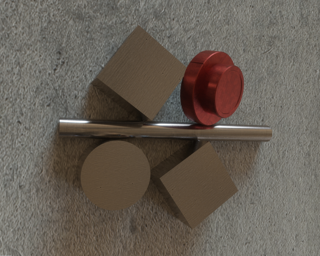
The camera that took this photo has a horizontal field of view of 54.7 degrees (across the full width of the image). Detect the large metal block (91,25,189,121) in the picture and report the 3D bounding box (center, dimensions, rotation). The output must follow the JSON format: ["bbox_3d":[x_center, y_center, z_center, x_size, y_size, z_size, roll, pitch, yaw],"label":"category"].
[{"bbox_3d":[-0.026,-0.064,0.386,0.080,0.050,0.080,38,78,-16],"label":"large metal block"}]

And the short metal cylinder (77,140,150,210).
[{"bbox_3d":[-0.058,0.054,0.376,0.081,0.050,0.079,0,90,-21],"label":"short metal cylinder"}]

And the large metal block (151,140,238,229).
[{"bbox_3d":[0.043,0.072,0.414,0.080,0.050,0.080,-35,102,-17],"label":"large metal block"}]

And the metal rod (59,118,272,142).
[{"bbox_3d":[0.022,0.004,0.420,0.303,0.025,0.025,2,90,-21],"label":"metal rod"}]

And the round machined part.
[{"bbox_3d":[0.074,-0.050,0.405,0.099,0.042,0.097,-21,119,-42],"label":"round machined part"}]
